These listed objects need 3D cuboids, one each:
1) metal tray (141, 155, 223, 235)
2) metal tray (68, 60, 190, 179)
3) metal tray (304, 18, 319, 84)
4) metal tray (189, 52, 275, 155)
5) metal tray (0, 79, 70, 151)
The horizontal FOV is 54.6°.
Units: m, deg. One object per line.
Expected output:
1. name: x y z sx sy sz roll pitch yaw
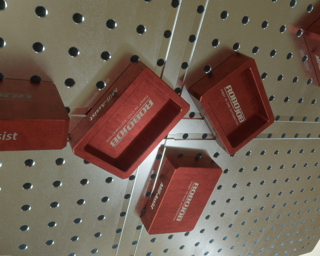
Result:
1. metal tray: 0.034 0.108 0.492 0.091 0.030 0.129 8 115 -32
2. metal tray: -0.036 -0.006 0.383 0.130 0.030 0.090 -48 129 6
3. metal tray: 0.283 -0.126 0.482 0.090 0.030 0.130 -43 129 1
4. metal tray: 0.108 -0.031 0.446 0.090 0.030 0.130 -38 129 -3
5. metal tray: -0.155 -0.015 0.274 0.131 0.090 0.030 0 118 -29
